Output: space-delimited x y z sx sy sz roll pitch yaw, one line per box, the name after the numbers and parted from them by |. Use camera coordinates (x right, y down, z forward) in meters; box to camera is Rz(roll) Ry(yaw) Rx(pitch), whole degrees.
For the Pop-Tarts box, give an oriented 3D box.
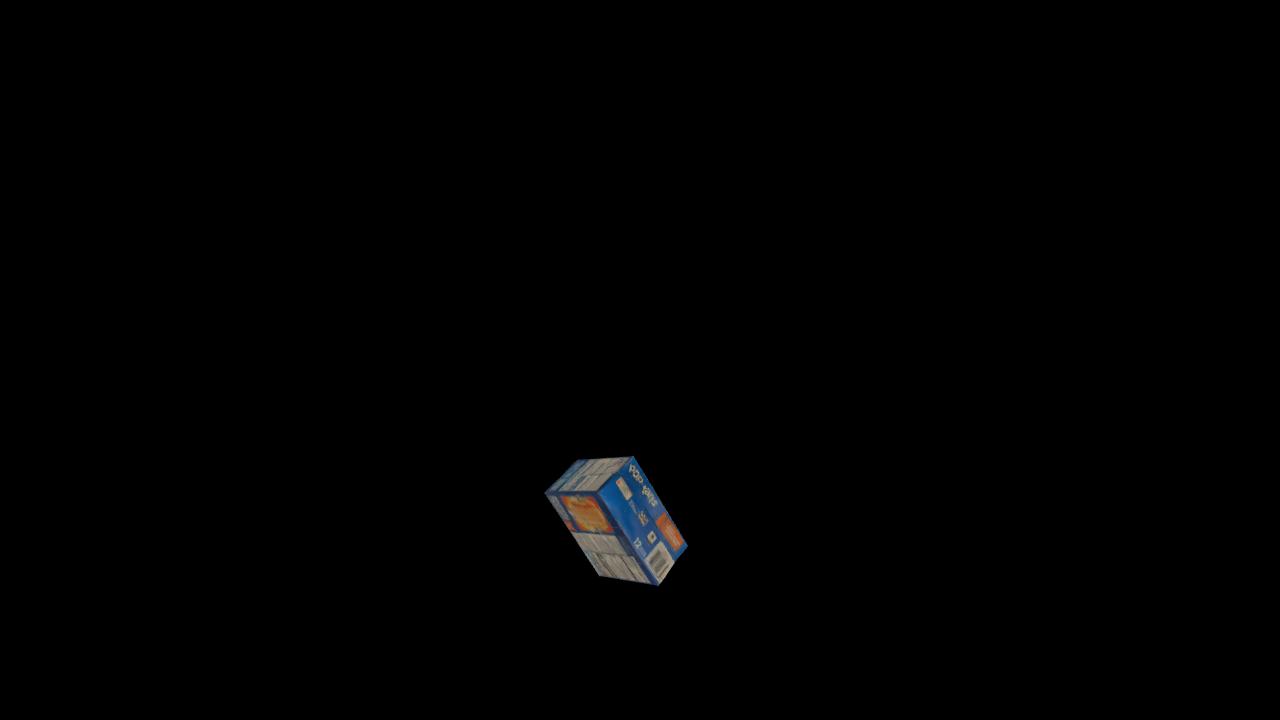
-0.036 0.233 0.903 0.141 0.167 0.083 -15 20 48 | Pop-Tarts box
